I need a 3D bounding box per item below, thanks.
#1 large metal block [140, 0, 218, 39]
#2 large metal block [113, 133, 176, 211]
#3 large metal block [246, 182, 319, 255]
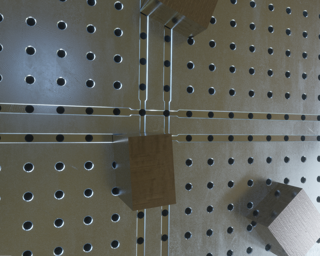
[{"bbox_3d":[0.031,-0.179,0.412,0.080,0.050,0.080,23,82,-19],"label":"large metal block"},{"bbox_3d":[-0.022,0.047,0.376,0.050,0.080,0.079,-4,92,-20],"label":"large metal block"},{"bbox_3d":[0.194,0.144,0.473,0.080,0.050,0.080,-41,103,-16],"label":"large metal block"}]
